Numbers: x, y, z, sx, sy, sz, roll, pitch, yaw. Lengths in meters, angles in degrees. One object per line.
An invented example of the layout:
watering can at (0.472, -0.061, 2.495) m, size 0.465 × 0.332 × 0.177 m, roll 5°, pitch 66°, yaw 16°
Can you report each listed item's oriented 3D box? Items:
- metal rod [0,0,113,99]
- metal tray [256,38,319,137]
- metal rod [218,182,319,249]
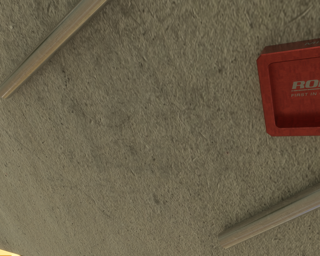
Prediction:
metal rod at (-0.142, -0.112, 0.410) m, size 0.299 × 0.025 × 0.025 m, roll -26°, pitch 104°, yaw 36°
metal tray at (0.165, -0.039, 0.292) m, size 0.130 × 0.030 × 0.089 m, roll -2°, pitch 118°, yaw 29°
metal rod at (0.178, 0.084, 0.364) m, size 0.025 × 0.025 × 0.298 m, roll 43°, pitch 129°, yaw -2°
